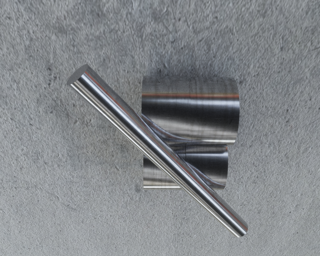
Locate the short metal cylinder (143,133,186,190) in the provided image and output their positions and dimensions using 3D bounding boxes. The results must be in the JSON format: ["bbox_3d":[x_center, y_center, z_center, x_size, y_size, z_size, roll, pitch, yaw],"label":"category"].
[{"bbox_3d":[0.005,0.042,0.408,0.050,0.080,0.079,1,130,-1],"label":"short metal cylinder"}]

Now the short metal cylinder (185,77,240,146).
[{"bbox_3d":[0.056,-0.019,0.357,0.050,0.080,0.079,1,130,-1],"label":"short metal cylinder"}]

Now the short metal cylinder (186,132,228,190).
[{"bbox_3d":[0.056,0.042,0.409,0.050,0.080,0.079,1,130,-1],"label":"short metal cylinder"}]

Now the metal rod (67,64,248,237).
[{"bbox_3d":[0.019,0.046,0.343,0.025,0.025,0.300,-30,125,22],"label":"metal rod"}]

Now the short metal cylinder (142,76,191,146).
[{"bbox_3d":[0.006,-0.020,0.356,0.050,0.080,0.079,1,130,-1],"label":"short metal cylinder"}]
